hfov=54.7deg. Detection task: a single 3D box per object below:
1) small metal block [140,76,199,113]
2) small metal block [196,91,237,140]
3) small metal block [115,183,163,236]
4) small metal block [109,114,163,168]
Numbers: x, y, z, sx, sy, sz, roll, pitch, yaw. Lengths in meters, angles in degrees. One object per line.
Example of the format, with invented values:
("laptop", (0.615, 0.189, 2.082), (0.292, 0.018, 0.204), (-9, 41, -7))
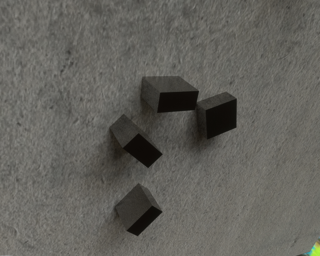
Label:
("small metal block", (0.010, -0.042, 0.372), (0.050, 0.050, 0.025), (-6, 121, -26))
("small metal block", (0.081, -0.018, 0.442), (0.050, 0.025, 0.050), (-21, 127, -16))
("small metal block", (-0.032, 0.117, 0.448), (0.050, 0.050, 0.025), (-45, 130, 3))
("small metal block", (-0.030, 0.016, 0.385), (0.025, 0.050, 0.050), (-44, 130, 2))
